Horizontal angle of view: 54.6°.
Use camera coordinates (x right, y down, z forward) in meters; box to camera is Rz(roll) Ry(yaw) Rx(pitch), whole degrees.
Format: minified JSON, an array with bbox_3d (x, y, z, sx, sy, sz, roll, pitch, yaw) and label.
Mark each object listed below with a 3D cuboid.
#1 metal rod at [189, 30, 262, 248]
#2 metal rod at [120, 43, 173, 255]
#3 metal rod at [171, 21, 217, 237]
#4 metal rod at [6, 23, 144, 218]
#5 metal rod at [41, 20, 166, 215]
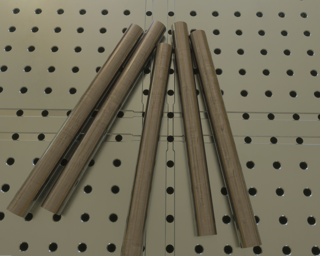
[{"bbox_3d":[0.081,0.000,0.412,0.025,0.025,0.299,-9,70,-3],"label":"metal rod"},{"bbox_3d":[-0.014,0.021,0.404,0.025,0.025,0.299,8,70,3],"label":"metal rod"},{"bbox_3d":[0.042,-0.013,0.417,0.025,0.025,0.299,-5,70,-2],"label":"metal rod"},{"bbox_3d":[-0.104,-0.023,0.419,0.025,0.025,0.300,26,72,9],"label":"metal rod"},{"bbox_3d":[-0.067,-0.027,0.421,0.025,0.025,0.300,25,72,8],"label":"metal rod"}]
